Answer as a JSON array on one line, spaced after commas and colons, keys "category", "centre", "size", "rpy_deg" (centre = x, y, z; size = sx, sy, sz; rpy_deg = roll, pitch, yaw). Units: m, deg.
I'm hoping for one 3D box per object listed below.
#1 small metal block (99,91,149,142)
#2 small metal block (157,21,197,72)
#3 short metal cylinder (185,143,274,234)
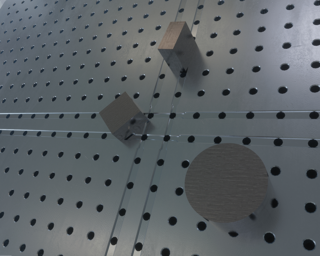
[{"category": "small metal block", "centre": [-0.053, -0.017, 0.446], "size": [0.050, 0.025, 0.050], "rpy_deg": [-39, 51, 1]}, {"category": "small metal block", "centre": [0.027, -0.118, 0.451], "size": [0.025, 0.050, 0.050], "rpy_deg": [10, 67, 32]}, {"category": "short metal cylinder", "centre": [0.072, 0.062, 0.317], "size": [0.080, 0.050, 0.080], "rpy_deg": [-13, 57, 20]}]
